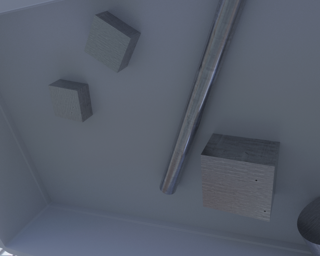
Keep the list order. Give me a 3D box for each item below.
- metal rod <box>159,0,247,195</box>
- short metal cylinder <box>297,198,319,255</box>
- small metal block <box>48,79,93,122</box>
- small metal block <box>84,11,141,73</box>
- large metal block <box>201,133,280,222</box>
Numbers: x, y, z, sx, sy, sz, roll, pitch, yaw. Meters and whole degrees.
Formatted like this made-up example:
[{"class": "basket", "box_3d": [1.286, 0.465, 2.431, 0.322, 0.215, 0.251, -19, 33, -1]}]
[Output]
[{"class": "metal rod", "box_3d": [0.043, -0.027, 0.367, 0.025, 0.025, 0.298, 25, 127, 12]}, {"class": "short metal cylinder", "box_3d": [0.201, 0.116, 0.339, 0.080, 0.080, 0.050, -23, 106, 36]}, {"class": "small metal block", "box_3d": [-0.129, -0.040, 0.450, 0.050, 0.025, 0.050, 12, 124, 21]}, {"class": "small metal block", "box_3d": [-0.058, -0.103, 0.374, 0.050, 0.025, 0.050, 34, 129, 5]}, {"class": "large metal block", "box_3d": [0.097, 0.058, 0.376, 0.080, 0.050, 0.079, 7, 122, 24]}]
